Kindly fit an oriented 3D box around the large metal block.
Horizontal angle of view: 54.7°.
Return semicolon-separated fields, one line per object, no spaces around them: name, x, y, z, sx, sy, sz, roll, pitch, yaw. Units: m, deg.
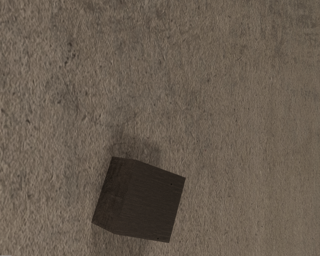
large metal block;-0.023;0.085;0.371;0.080;0.050;0.080;26;74;-37
